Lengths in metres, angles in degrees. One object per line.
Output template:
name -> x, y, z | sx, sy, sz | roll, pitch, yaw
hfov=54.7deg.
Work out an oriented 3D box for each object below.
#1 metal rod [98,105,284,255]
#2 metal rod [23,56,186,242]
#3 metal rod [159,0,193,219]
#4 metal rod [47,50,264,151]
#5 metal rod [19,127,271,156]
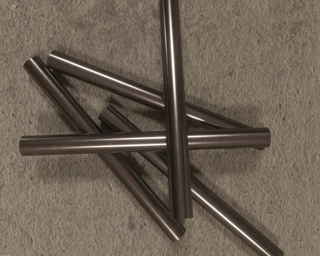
metal rod -> 0.041, 0.076, 0.410 | 0.300, 0.025, 0.025 | 40, 90, -1
metal rod -> -0.072, 0.028, 0.409 | 0.025, 0.025, 0.300 | -40, 91, 0
metal rod -> 0.017, -0.047, 0.373 | 0.025, 0.025, 0.299 | -2, 75, -1
metal rod -> -0.002, -0.036, 0.409 | 0.301, 0.025, 0.025 | 21, 90, -1
metal rod -> -0.017, 0.017, 0.383 | 0.302, 0.025, 0.025 | -2, 90, -1
